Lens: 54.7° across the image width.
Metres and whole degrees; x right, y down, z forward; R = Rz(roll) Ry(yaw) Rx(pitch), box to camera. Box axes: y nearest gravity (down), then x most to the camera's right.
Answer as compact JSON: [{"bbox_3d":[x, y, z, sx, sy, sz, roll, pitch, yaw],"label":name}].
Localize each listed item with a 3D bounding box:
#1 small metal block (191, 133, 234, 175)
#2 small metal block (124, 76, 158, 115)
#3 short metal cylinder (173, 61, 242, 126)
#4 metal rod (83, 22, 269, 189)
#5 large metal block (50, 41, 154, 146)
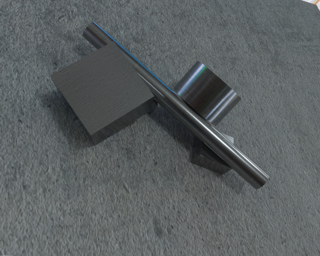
[{"bbox_3d":[0.073,0.031,0.428,0.050,0.025,0.050,22,53,-15],"label":"small metal block"},{"bbox_3d":[-0.032,-0.050,0.421,0.050,0.025,0.050,12,57,-22],"label":"small metal block"},{"bbox_3d":[0.065,-0.048,0.430,0.080,0.050,0.080,40,11,-9],"label":"short metal cylinder"},{"bbox_3d":[0.021,-0.029,0.404,0.300,0.025,0.025,41,51,0],"label":"metal rod"},{"bbox_3d":[-0.065,-0.039,0.358,0.080,0.050,0.080,-33,81,-15],"label":"large metal block"}]
